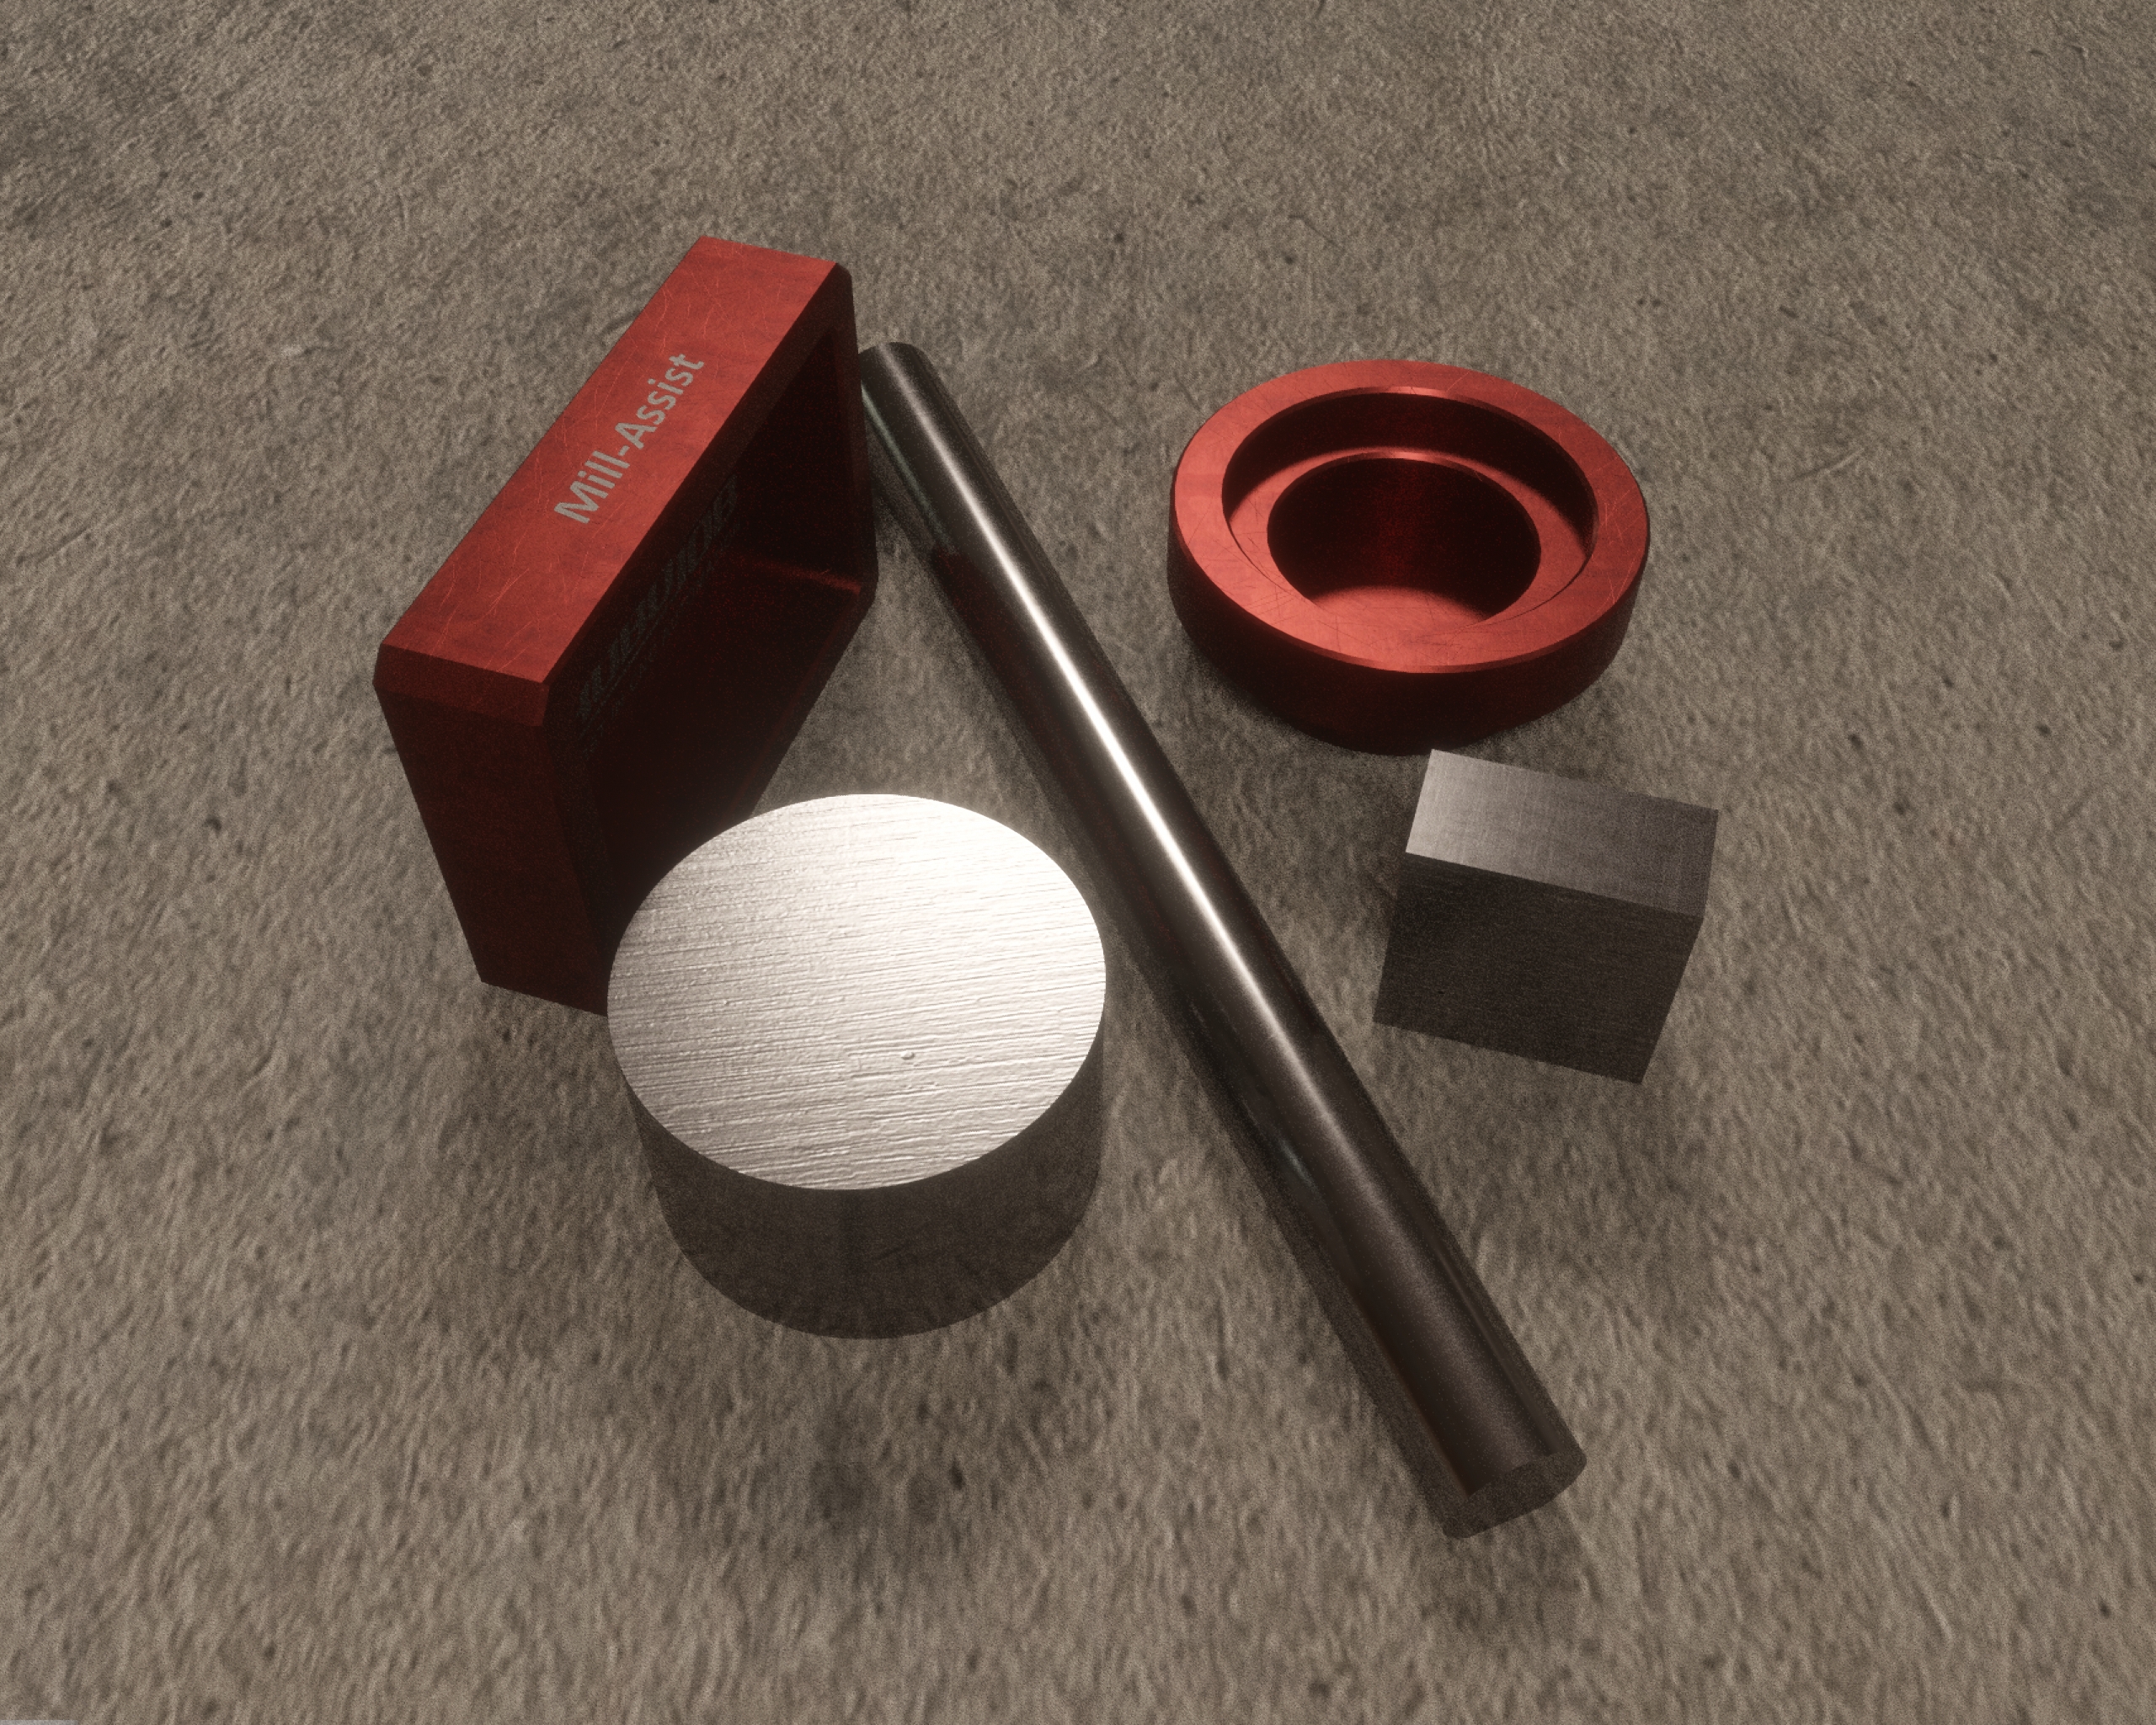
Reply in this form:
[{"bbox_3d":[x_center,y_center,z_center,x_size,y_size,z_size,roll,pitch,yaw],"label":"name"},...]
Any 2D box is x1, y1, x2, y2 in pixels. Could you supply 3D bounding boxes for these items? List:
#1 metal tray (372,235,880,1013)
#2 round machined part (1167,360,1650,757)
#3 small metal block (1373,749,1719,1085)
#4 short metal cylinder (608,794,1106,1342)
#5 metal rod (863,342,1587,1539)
[{"bbox_3d":[-0.079,-0.047,0.401,0.030,0.089,0.130,14,51,11],"label":"metal tray"},{"bbox_3d":[0.068,-0.061,0.446,0.099,0.042,0.098,0,50,0],"label":"round machined part"},{"bbox_3d":[0.083,0.010,0.377,0.050,0.050,0.025,13,51,10],"label":"small metal block"},{"bbox_3d":[-0.036,0.035,0.359,0.081,0.050,0.080,0,50,0],"label":"short metal cylinder"},{"bbox_3d":[0.011,-0.008,0.412,0.025,0.025,0.300,-17,52,-14],"label":"metal rod"}]
